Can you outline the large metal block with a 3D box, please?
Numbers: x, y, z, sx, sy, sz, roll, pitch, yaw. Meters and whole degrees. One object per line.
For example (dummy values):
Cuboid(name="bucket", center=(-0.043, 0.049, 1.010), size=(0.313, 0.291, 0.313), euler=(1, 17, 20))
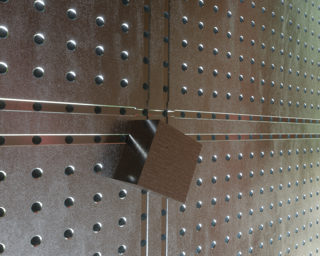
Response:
Cuboid(name="large metal block", center=(-0.001, 0.042, 0.394), size=(0.080, 0.050, 0.080), euler=(30, 71, -36))
